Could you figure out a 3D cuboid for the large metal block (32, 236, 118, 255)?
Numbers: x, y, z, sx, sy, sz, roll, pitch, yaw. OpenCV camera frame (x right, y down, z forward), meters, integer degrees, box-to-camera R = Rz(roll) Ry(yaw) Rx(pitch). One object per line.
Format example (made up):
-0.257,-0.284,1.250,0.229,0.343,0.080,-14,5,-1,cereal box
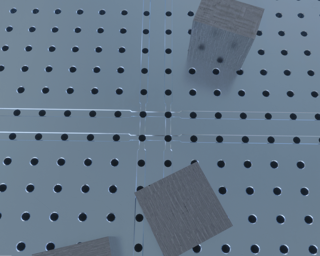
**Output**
-0.085,0.168,0.336,0.081,0.050,0.080,-12,71,-5,large metal block

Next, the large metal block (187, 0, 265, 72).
0.088,-0.131,0.432,0.080,0.080,0.050,19,71,6,large metal block

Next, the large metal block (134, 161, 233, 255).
0.025,0.097,0.363,0.080,0.050,0.080,-25,72,-9,large metal block
